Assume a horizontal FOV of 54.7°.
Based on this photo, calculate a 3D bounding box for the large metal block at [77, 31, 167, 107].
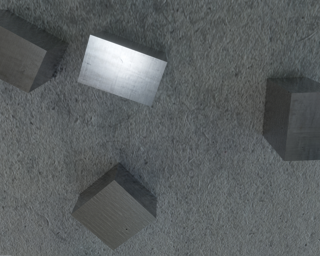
[{"bbox_3d":[-0.039,-0.071,0.354,0.080,0.080,0.050,18,109,-7],"label":"large metal block"}]

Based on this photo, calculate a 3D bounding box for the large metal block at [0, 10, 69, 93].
[{"bbox_3d":[-0.160,-0.089,0.346,0.080,0.080,0.050,28,108,-10],"label":"large metal block"}]

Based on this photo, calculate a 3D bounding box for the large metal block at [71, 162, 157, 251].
[{"bbox_3d":[-0.062,0.110,0.436,0.080,0.050,0.080,-40,106,13],"label":"large metal block"}]

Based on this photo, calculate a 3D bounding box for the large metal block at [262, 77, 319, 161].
[{"bbox_3d":[0.165,-0.014,0.377,0.050,0.080,0.079,-2,110,1],"label":"large metal block"}]
